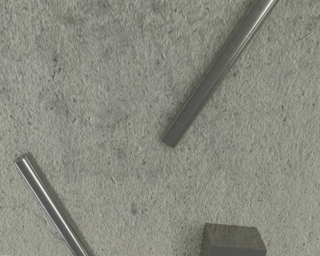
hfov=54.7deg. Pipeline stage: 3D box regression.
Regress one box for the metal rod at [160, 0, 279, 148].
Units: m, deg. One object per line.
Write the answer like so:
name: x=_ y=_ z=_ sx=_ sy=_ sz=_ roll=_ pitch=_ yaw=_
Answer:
metal rod: x=0.091 y=-0.100 z=0.374 sx=0.025 sy=0.025 sz=0.299 roll=30 pitch=107 yaw=-11

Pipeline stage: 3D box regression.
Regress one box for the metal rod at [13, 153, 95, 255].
metal rod: x=-0.130 y=0.169 z=0.470 sx=0.025 sy=0.025 sz=0.299 roll=-22 pitch=109 yaw=7

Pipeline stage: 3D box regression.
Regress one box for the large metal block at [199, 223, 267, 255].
large metal block: x=0.106 y=0.196 z=0.471 sx=0.081 sy=0.050 sz=0.079 roll=6 pitch=110 yaw=-3
